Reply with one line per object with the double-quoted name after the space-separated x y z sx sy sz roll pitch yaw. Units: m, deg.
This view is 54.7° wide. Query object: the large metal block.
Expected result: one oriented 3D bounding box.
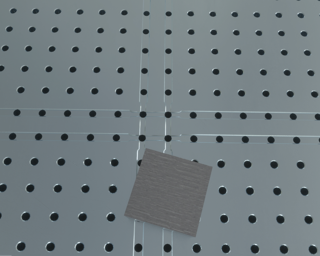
0.011 0.078 0.370 0.080 0.050 0.080 16 71 5 "large metal block"
